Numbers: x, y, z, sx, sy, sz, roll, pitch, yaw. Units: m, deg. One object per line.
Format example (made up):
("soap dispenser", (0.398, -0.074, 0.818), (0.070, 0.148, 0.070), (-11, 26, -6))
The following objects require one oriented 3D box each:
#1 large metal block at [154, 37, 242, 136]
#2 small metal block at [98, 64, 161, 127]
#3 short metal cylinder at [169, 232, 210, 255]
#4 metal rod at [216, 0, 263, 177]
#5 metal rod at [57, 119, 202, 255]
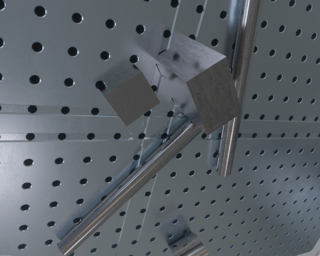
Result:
("large metal block", (0.045, -0.051, 0.368), (0.050, 0.080, 0.080), (-33, 129, -7))
("small metal block", (-0.035, -0.038, 0.368), (0.050, 0.025, 0.050), (-36, 129, -4))
("short metal cylinder", (0.058, 0.235, 0.552), (0.050, 0.080, 0.080), (-27, 128, -11))
("metal rod", (0.109, -0.055, 0.436), (0.025, 0.025, 0.298), (-12, 124, -22))
("metal rod", (-0.028, 0.069, 0.438), (0.300, 0.025, 0.025), (-43, 129, 2))
